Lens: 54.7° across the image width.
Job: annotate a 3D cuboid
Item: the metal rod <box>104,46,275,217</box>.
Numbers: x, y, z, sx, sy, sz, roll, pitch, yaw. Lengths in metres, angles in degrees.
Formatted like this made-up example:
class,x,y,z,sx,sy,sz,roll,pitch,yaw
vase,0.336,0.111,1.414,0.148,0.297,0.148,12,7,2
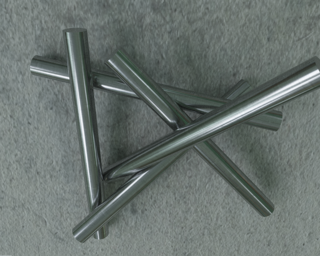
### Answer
class,x,y,z,sx,sy,sz,roll,pitch,yaw
metal rod,0.051,0.019,0.379,0.025,0.025,0.300,-41,114,13

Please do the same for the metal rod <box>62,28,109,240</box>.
class,x,y,z,sx,sy,sz,roll,pitch,yaw
metal rod,-0.090,0.028,0.396,0.025,0.025,0.298,0,119,0

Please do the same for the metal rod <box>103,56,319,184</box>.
class,x,y,z,sx,sy,sz,roll,pitch,yaw
metal rod,0.028,0.010,0.340,0.299,0.025,0.025,-29,111,40

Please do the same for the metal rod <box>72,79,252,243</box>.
class,x,y,z,sx,sy,sz,roll,pitch,yaw
metal rod,0.001,0.047,0.407,0.300,0.025,0.025,-42,105,6

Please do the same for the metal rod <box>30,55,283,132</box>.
class,x,y,z,sx,sy,sz,roll,pitch,yaw
metal rod,-0.006,-0.042,0.374,0.302,0.025,0.025,13,110,2
